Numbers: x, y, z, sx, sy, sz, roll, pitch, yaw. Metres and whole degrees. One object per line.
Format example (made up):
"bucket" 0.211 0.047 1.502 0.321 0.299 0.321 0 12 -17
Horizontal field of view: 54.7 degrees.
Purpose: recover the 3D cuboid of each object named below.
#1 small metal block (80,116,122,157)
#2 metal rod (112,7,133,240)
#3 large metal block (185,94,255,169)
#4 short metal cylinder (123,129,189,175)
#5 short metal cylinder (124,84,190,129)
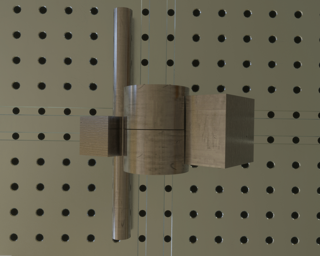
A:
"small metal block" -0.076 0.010 0.398 0.050 0.025 0.050 0 89 34
"metal rod" -0.050 -0.006 0.408 0.025 0.025 0.298 0 90 0
"large metal block" 0.075 0.003 0.375 0.050 0.081 0.079 1 91 38
"short metal cylinder" -0.004 0.027 0.382 0.081 0.080 0.050 1 90 0
"short metal cylinder" -0.004 -0.024 0.382 0.081 0.080 0.050 1 90 0
